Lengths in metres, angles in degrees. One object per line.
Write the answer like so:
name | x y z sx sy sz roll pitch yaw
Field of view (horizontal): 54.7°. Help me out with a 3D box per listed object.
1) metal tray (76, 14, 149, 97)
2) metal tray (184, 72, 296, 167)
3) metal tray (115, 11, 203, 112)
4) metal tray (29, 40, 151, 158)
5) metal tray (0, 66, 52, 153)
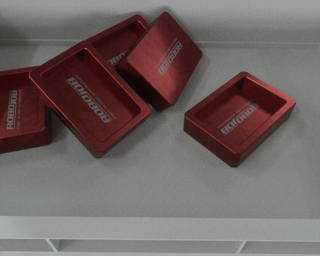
metal tray | -0.056 -0.104 0.462 0.131 0.030 0.090 -37 86 -25
metal tray | 0.107 -0.017 0.417 0.131 0.030 0.090 -36 59 -27
metal tray | 0.004 -0.098 0.450 0.090 0.030 0.130 44 51 -19
metal tray | -0.087 -0.038 0.394 0.130 0.030 0.090 48 63 2
metal tray | -0.199 -0.028 0.422 0.091 0.030 0.130 -11 51 -9
